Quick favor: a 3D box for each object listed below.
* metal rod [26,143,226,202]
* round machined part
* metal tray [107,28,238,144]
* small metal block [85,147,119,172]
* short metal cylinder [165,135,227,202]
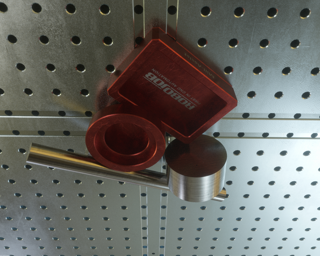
[{"bbox_3d":[-0.030,0.069,0.444,0.302,0.025,0.025,17,129,-25],"label":"metal rod"},{"bbox_3d":[-0.042,0.008,0.396,0.099,0.042,0.097,1,130,1],"label":"round machined part"},{"bbox_3d":[0.016,-0.044,0.370,0.130,0.030,0.090,33,122,-25],"label":"metal tray"},{"bbox_3d":[-0.076,0.036,0.441,0.050,0.025,0.050,22,127,-18],"label":"small metal block"},{"bbox_3d":[0.048,0.053,0.419,0.080,0.080,0.050,-3,130,2],"label":"short metal cylinder"}]
